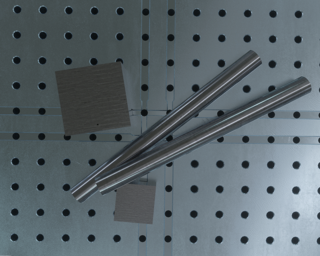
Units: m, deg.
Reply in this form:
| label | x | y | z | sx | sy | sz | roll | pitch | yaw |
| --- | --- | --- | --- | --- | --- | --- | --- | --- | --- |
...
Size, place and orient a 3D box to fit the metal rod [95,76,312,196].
| label | x | y | z | sx | sy | sz | roll | pitch | yaw |
| --- | --- | --- | --- | --- | --- | --- | --- | --- | --- |
| metal rod | 0.059 | 0.008 | 0.401 | 0.301 | 0.025 | 0.025 | -26 | 90 | -5 |

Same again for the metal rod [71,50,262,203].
| label | x | y | z | sx | sy | sz | roll | pitch | yaw |
| --- | --- | --- | --- | --- | --- | --- | --- | --- | --- |
| metal rod | 0.009 | -0.002 | 0.413 | 0.300 | 0.025 | 0.025 | -38 | 90 | 0 |

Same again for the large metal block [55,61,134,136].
| label | x | y | z | sx | sy | sz | roll | pitch | yaw |
| --- | --- | --- | --- | --- | --- | --- | --- | --- | --- |
| large metal block | -0.081 | -0.036 | 0.400 | 0.080 | 0.050 | 0.080 | -9 | 90 | 0 |

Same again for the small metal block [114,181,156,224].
| label | x | y | z | sx | sy | sz | roll | pitch | yaw |
| --- | --- | --- | --- | --- | --- | --- | --- | --- | --- |
| small metal block | -0.032 | 0.098 | 0.413 | 0.050 | 0.025 | 0.050 | 5 | 90 | 0 |
